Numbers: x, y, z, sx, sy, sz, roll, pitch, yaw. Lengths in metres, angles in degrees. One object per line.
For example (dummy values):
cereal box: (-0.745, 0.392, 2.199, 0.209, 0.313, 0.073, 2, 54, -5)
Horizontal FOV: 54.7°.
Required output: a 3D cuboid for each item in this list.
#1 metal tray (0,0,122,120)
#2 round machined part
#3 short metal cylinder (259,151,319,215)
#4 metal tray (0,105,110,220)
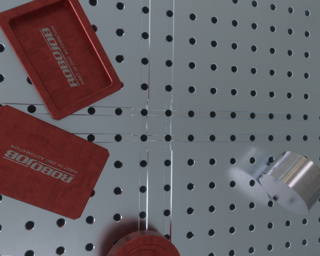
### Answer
metal tray: (-0.115, -0.085, 0.367, 0.091, 0.030, 0.129, -30, 100, -18)
round machined part: (-0.024, 0.179, 0.395, 0.099, 0.042, 0.097, 0, 90, -20)
short metal cylinder: (0.195, 0.080, 0.456, 0.050, 0.080, 0.080, -43, 104, -15)
metal tray: (-0.137, 0.041, 0.359, 0.131, 0.030, 0.090, 27, 81, -18)
